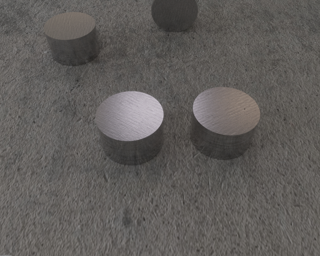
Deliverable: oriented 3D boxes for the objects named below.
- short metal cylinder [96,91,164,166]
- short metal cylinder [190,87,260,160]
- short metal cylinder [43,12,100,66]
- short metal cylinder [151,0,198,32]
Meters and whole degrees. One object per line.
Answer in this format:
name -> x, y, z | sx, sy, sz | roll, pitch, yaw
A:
short metal cylinder -> -0.036, 0.000, 0.387 | 0.080, 0.050, 0.080 | 0, 50, 0
short metal cylinder -> 0.080, -0.007, 0.393 | 0.080, 0.050, 0.080 | 0, 50, 0
short metal cylinder -> -0.143, -0.147, 0.509 | 0.080, 0.050, 0.080 | 0, 50, 0
short metal cylinder -> 0.026, -0.220, 0.553 | 0.080, 0.080, 0.050 | 1, 50, 1
